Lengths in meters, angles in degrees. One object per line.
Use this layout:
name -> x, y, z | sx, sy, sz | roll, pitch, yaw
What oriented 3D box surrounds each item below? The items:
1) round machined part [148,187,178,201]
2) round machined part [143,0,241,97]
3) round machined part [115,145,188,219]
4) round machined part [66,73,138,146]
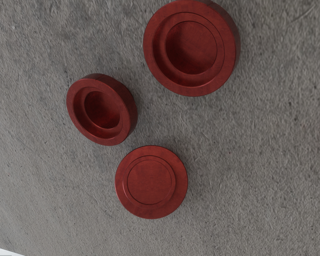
round machined part -> -0.022, 0.097, 0.468 | 0.098, 0.042, 0.097 | 13, 124, 21
round machined part -> 0.035, -0.086, 0.324 | 0.098, 0.042, 0.097 | 13, 124, 21
round machined part -> -0.012, 0.071, 0.411 | 0.099, 0.042, 0.097 | -1, 82, 4
round machined part -> -0.073, -0.028, 0.417 | 0.098, 0.042, 0.097 | 13, 124, 21
